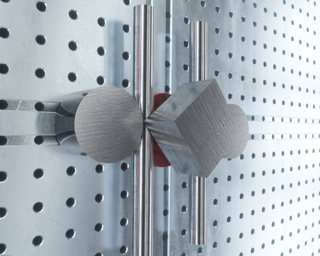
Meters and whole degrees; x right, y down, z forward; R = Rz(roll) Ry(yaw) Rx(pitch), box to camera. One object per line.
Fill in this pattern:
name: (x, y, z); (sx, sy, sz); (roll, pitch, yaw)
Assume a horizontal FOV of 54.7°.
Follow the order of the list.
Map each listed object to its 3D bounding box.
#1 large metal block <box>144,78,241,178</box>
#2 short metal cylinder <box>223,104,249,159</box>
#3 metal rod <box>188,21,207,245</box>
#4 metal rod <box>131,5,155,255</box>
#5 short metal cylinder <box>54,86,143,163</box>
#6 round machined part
large metal block: (0.041, -0.001, 0.366); (0.080, 0.050, 0.080); (-46, 118, -30)
short metal cylinder: (0.089, 0.005, 0.467); (0.081, 0.050, 0.080); (0, 90, -40)
metal rod: (0.052, 0.007, 0.425); (0.025, 0.025, 0.298); (0, 90, -40)
metal rod: (-0.020, 0.008, 0.365); (0.025, 0.025, 0.298); (1, 90, -40)
short metal cylinder: (-0.066, -0.004, 0.337); (0.081, 0.050, 0.080); (0, 90, -40)
round machined part: (0.007, 0.003, 0.405); (0.099, 0.042, 0.097); (0, 90, -40)
